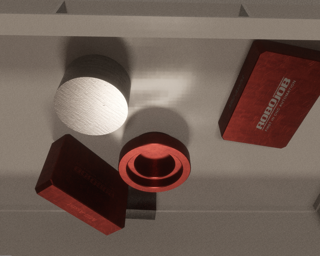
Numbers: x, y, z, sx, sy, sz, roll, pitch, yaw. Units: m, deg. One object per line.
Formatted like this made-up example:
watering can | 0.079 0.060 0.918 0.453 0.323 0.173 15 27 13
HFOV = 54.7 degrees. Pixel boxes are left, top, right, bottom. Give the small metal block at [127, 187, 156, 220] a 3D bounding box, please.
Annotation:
small metal block | -0.032 0.116 0.491 0.050 0.050 0.025 4 130 -4

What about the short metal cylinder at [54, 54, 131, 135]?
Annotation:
short metal cylinder | -0.076 -0.038 0.360 0.081 0.050 0.079 0 130 0

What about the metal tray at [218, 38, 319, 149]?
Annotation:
metal tray | 0.136 -0.036 0.378 0.091 0.030 0.129 9 130 -8

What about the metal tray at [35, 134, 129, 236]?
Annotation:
metal tray | -0.100 0.080 0.432 0.030 0.090 0.130 -31 124 23

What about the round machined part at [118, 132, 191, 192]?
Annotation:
round machined part | -0.007 0.043 0.435 0.099 0.042 0.097 -1 130 0
